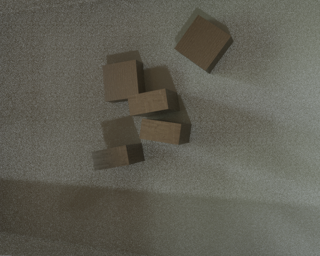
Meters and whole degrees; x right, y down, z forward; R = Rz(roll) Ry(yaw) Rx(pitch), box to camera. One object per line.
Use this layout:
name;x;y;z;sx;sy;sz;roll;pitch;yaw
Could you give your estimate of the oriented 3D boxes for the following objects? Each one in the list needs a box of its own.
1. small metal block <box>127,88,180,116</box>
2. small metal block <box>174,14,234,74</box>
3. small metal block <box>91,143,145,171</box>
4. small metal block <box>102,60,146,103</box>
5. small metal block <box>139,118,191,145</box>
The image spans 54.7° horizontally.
small metal block;-0.007;-0.031;0.399;0.050;0.050;0.025;-9;87;19
small metal block;0.055;-0.105;0.391;0.050;0.025;0.050;39;102;15
small metal block;-0.055;0.038;0.415;0.050;0.050;0.025;-12;86;19
small metal block;-0.049;-0.063;0.427;0.050;0.025;0.050;-6;88;19
small metal block;0.008;0.004;0.394;0.050;0.050;0.025;9;93;19
